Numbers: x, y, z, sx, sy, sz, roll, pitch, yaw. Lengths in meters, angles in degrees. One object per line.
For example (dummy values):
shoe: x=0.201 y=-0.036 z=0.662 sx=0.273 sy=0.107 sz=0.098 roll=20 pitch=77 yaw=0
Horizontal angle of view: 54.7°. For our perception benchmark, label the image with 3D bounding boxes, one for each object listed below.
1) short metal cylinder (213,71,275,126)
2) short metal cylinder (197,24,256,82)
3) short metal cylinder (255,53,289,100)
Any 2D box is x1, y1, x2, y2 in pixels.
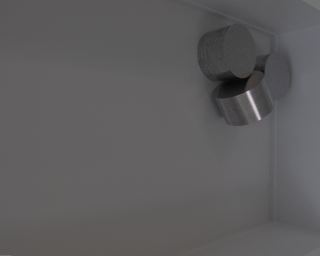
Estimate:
short metal cylinder: x=0.129 y=-0.046 z=0.478 sx=0.080 sy=0.080 sz=0.050 roll=-44 pitch=117 yaw=-31
short metal cylinder: x=0.103 y=-0.114 z=0.476 sx=0.081 sy=0.050 sz=0.080 roll=0 pitch=90 yaw=-40
short metal cylinder: x=0.183 y=-0.088 z=0.543 sx=0.081 sy=0.050 sz=0.080 roll=0 pitch=90 yaw=-40
